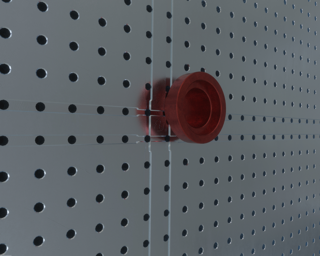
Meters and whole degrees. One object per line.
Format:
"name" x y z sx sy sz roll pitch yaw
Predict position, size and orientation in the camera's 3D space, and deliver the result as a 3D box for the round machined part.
"round machined part" 0.045 -0.028 0.435 0.099 0.042 0.097 0 90 -40
